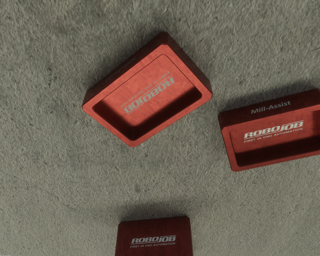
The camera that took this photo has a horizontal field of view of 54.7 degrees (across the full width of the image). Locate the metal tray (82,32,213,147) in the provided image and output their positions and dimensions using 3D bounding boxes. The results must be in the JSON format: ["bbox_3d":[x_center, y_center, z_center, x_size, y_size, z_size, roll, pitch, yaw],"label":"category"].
[{"bbox_3d":[-0.016,-0.039,0.369,0.130,0.030,0.090,-33,123,24],"label":"metal tray"}]

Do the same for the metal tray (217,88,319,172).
[{"bbox_3d":[0.151,0.007,0.410,0.130,0.030,0.090,-14,129,11],"label":"metal tray"}]

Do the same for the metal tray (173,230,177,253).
[{"bbox_3d":[0.009,0.239,0.598,0.090,0.030,0.129,-9,135,7],"label":"metal tray"}]

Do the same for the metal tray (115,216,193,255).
[{"bbox_3d":[-0.009,0.205,0.538,0.131,0.090,0.030,-7,130,5],"label":"metal tray"}]
